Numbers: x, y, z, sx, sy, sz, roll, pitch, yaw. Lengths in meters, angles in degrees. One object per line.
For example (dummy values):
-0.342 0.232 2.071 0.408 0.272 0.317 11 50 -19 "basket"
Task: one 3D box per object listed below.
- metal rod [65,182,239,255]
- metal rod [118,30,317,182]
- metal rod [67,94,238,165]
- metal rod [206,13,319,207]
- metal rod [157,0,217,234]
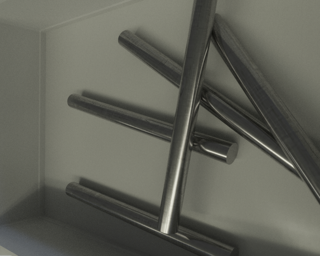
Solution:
-0.035 0.123 0.433 0.300 0.025 0.025 10 96 39 "metal rod"
0.046 -0.044 0.367 0.300 0.025 0.025 42 115 31 "metal rod"
-0.033 -0.009 0.431 0.300 0.025 0.025 18 102 38 "metal rod"
0.115 -0.002 0.287 0.025 0.025 0.299 -43 57 31 "metal rod"
0.032 -0.027 0.344 0.025 0.025 0.298 15 100 38 "metal rod"
